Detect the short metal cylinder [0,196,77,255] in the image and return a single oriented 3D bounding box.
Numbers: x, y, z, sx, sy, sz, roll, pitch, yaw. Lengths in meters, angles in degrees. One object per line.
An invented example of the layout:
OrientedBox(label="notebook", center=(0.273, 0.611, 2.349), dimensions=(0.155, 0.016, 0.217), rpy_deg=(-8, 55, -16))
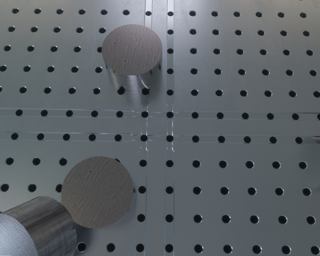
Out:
OrientedBox(label="short metal cylinder", center=(-0.137, 0.120, 0.332), dimensions=(0.080, 0.050, 0.079), rpy_deg=(6, 102, 28))

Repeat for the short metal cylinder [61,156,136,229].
OrientedBox(label="short metal cylinder", center=(-0.070, 0.079, 0.369), dimensions=(0.081, 0.050, 0.080), rpy_deg=(0, 70, 0))

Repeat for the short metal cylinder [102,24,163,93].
OrientedBox(label="short metal cylinder", center=(-0.037, -0.096, 0.433), dimensions=(0.081, 0.050, 0.080), rpy_deg=(0, 70, 0))
